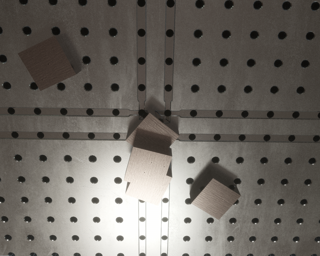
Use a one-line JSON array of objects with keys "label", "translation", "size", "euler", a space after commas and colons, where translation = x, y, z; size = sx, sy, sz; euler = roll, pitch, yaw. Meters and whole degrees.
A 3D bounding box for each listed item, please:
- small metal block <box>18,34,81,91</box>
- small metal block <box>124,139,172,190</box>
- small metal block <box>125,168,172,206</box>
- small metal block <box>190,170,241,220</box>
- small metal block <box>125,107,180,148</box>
[{"label": "small metal block", "translation": [-0.135, -0.081, 0.382], "size": [0.050, 0.025, 0.050], "euler": [-23, 109, 8]}, {"label": "small metal block", "translation": [-0.016, 0.047, 0.404], "size": [0.050, 0.025, 0.050], "euler": [15, 109, -6]}, {"label": "small metal block", "translation": [-0.016, 0.076, 0.441], "size": [0.050, 0.025, 0.050], "euler": [22, 109, -8]}, {"label": "small metal block", "translation": [0.079, 0.097, 0.451], "size": [0.050, 0.025, 0.050], "euler": [33, 106, -12]}, {"label": "small metal block", "translation": [-0.010, 0.009, 0.417], "size": [0.050, 0.025, 0.050], "euler": [38, 105, -13]}]
